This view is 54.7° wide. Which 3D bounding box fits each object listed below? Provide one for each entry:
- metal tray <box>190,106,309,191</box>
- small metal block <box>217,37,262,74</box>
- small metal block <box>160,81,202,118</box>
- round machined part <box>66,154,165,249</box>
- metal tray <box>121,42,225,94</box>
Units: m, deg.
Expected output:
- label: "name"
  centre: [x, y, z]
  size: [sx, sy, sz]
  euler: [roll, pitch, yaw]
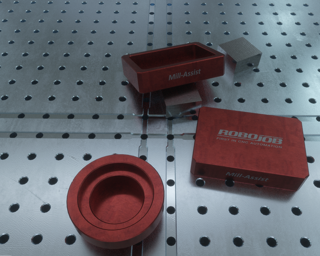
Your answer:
- label: "metal tray"
  centre: [0.109, 0.022, 0.386]
  size: [0.131, 0.030, 0.090]
  euler: [8, 50, 6]
- label: "small metal block"
  centre: [0.129, -0.120, 0.509]
  size: [0.050, 0.025, 0.050]
  euler: [-22, 54, -18]
- label: "small metal block"
  centre: [0.028, -0.044, 0.445]
  size: [0.050, 0.025, 0.050]
  euler: [-9, 51, -8]
- label: "round machined part"
  centre: [-0.045, 0.079, 0.329]
  size: [0.099, 0.042, 0.098]
  euler: [0, 50, 0]
- label: "metal tray"
  centre: [0.018, -0.093, 0.459]
  size: [0.131, 0.030, 0.090]
  euler: [-15, 31, -16]
